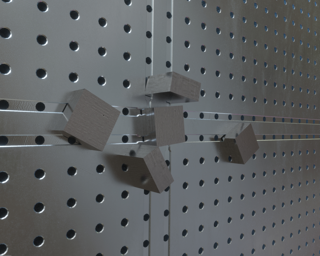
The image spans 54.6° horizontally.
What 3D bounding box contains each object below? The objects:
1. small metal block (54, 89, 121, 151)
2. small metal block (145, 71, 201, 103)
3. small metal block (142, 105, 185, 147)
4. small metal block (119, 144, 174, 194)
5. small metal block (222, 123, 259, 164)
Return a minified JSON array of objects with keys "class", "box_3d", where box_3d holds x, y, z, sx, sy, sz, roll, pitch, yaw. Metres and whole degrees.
[{"class":"small metal block","box_3d":[-0.079,-0.008,0.342,0.050,0.025,0.050,34,69,-35]},{"class":"small metal block","box_3d":[0.017,-0.051,0.406,0.050,0.050,0.025,14,81,-39]},{"class":"small metal block","box_3d":[0.005,-0.003,0.413,0.050,0.025,0.050,-8,95,-40]},{"class":"small metal block","box_3d":[-0.017,0.048,0.378,0.025,0.050,0.050,-37,113,-34]},{"class":"small metal block","box_3d":[0.137,0.026,0.523,0.050,0.025,0.050,-38,113,-33]}]
